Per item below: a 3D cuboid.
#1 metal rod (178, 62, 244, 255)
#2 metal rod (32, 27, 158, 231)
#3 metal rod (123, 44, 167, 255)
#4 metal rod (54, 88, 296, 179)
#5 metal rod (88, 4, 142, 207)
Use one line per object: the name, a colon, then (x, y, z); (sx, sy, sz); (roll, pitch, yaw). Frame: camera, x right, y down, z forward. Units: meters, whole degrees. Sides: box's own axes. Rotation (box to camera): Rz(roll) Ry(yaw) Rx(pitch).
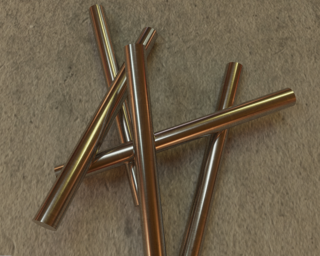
metal rod: (0.065, 0.048, 0.391); (0.025, 0.025, 0.299); (16, 70, 5)
metal rod: (-0.063, -0.023, 0.378); (0.025, 0.025, 0.300); (18, 57, 6)
metal rod: (-0.014, 0.056, 0.344); (0.025, 0.025, 0.298); (-6, 87, -3)
metal rod: (0.024, 0.008, 0.377); (0.302, 0.025, 0.025); (-19, 71, -7)
metal rod: (-0.058, -0.044, 0.423); (0.025, 0.025, 0.299); (-14, 71, -5)
